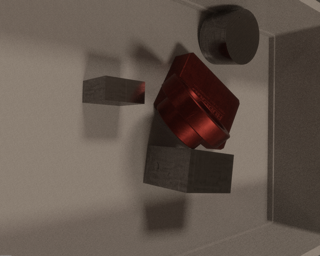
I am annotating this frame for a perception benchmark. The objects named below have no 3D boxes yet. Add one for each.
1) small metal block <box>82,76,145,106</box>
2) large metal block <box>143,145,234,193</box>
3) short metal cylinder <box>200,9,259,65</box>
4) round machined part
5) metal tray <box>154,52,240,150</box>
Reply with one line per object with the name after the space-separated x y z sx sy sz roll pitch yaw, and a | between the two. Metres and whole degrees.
-0.052 -0.040 0.348 0.050 0.050 0.025 2 89 -40 | small metal block
0.037 0.053 0.404 0.081 0.080 0.050 11 83 -40 | large metal block
0.107 -0.138 0.475 0.081 0.050 0.079 -9 105 -38 | short metal cylinder
0.034 -0.014 0.364 0.042 0.098 0.098 -41 124 13 | round machined part
0.060 -0.036 0.456 0.130 0.030 0.090 37 67 -34 | metal tray
